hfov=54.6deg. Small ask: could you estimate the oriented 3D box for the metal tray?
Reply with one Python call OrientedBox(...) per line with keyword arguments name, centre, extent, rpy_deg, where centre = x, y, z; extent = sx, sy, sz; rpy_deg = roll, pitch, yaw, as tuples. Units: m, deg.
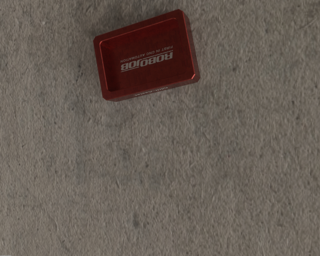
OrientedBox(name="metal tray", centre=(-0.020, -0.092, 0.413), extent=(0.130, 0.030, 0.090), rpy_deg=(-11, 86, 19))
